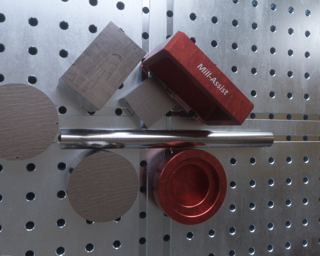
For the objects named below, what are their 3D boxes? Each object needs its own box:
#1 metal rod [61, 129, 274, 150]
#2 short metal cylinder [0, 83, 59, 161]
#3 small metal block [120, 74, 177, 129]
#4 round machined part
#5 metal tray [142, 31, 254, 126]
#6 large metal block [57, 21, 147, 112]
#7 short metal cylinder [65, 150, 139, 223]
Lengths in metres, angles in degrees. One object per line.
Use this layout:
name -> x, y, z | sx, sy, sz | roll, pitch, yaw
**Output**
metal rod -> 0.024, 0.015, 0.421 | 0.302, 0.025, 0.025 | 1, 90, -20
short metal cylinder -> -0.155, -0.006, 0.341 | 0.081, 0.050, 0.080 | 0, 90, -20
small metal block -> -0.016, -0.034, 0.407 | 0.050, 0.025, 0.050 | -41, 103, -15
round machined part -> 0.037, 0.076, 0.417 | 0.099, 0.042, 0.097 | 0, 90, -20
metal tray -> 0.045, -0.056, 0.394 | 0.130, 0.090, 0.030 | 42, 77, -15
large metal block -> -0.070, -0.066, 0.357 | 0.050, 0.080, 0.080 | 41, 77, -16
short metal cylinder -> -0.071, 0.066, 0.373 | 0.081, 0.050, 0.080 | 0, 90, -20
